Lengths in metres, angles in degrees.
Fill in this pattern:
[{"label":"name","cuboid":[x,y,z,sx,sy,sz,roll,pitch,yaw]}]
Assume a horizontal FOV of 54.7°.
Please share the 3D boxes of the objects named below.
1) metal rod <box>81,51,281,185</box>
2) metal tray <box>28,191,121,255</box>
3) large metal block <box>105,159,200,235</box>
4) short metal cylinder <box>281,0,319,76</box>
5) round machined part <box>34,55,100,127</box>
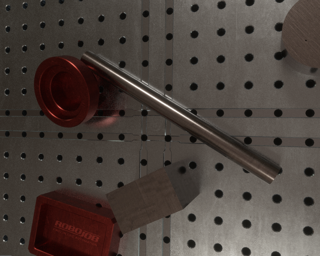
[{"label":"metal rod","cuboid":[0.015,-0.022,0.406,0.300,0.025,0.025,33,101,16]},{"label":"metal tray","cuboid":[-0.125,0.154,0.452,0.130,0.030,0.089,12,94,19]},{"label":"large metal block","cuboid":[-0.006,0.082,0.385,0.080,0.080,0.050,-28,81,17]},{"label":"short metal cylinder","cuboid":[0.175,-0.101,0.338,0.080,0.050,0.079,0,90,19]},{"label":"round machined part","cuboid":[-0.125,-0.053,0.436,0.098,0.042,0.097,9,111,25]}]
